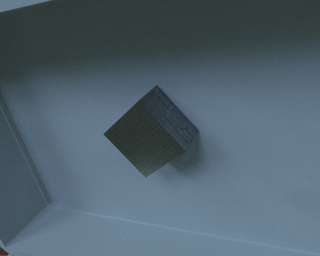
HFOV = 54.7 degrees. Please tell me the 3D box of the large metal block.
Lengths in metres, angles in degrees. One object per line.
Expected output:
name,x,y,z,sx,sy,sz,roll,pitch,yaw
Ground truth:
large metal block,-0.011,0.006,0.401,0.080,0.050,0.080,47,129,-5
